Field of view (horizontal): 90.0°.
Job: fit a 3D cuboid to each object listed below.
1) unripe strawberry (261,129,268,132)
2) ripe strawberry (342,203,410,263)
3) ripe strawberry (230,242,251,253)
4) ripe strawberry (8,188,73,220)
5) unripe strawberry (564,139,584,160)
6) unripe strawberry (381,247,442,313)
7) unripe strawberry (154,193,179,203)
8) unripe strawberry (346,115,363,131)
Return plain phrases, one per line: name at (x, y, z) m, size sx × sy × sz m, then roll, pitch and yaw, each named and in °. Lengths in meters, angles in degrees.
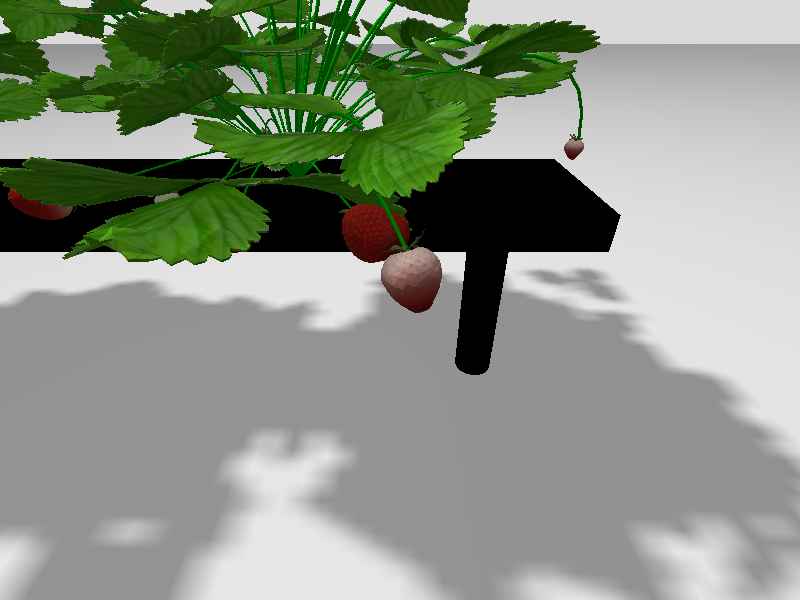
unripe strawberry at (-0.157, -0.189, 0.463) m, size 0.015 × 0.015 × 0.016 m, roll -15°, pitch 18°, yaw -21°
ripe strawberry at (-0.011, -0.036, 0.219) m, size 0.038 × 0.033 × 0.038 m, roll -16°, pitch 38°, yaw -23°
ripe strawberry at (-0.099, -0.037, 0.230) m, size 0.024 × 0.021 × 0.024 m, roll 2°, pitch 40°, yaw 3°
ripe strawberry at (-0.242, -0.071, 0.270) m, size 0.032 × 0.033 × 0.029 m, roll -18°, pitch 38°, yaw -24°
unripe strawberry at (0.158, -0.137, 0.365) m, size 0.015 × 0.018 × 0.018 m, roll -4°, pitch 34°, yaw -6°
unripe strawberry at (0.007, -0.009, 0.188) m, size 0.028 × 0.030 × 0.030 m, roll -16°, pitch 3°, yaw -22°
unripe strawberry at (-0.166, -0.071, 0.286) m, size 0.016 × 0.016 × 0.017 m, roll -29°, pitch 44°, yaw -35°
unripe strawberry at (-0.057, -0.224, 0.509) m, size 0.021 × 0.018 × 0.021 m, roll 5°, pitch 2°, yaw 8°
